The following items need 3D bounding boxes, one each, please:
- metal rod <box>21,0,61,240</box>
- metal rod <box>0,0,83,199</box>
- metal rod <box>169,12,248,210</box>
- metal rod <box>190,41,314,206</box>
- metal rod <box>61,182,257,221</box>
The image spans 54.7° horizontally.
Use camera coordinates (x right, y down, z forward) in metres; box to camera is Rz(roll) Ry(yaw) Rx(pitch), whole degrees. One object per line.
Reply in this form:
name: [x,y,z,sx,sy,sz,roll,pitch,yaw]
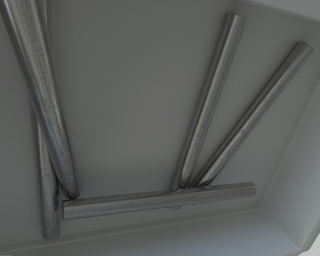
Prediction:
metal rod: [-0.129,0.010,0.345,0.025,0.025,0.298,-7,122,-25]
metal rod: [-0.097,-0.008,0.281,0.025,0.025,0.298,-17,148,-19]
metal rod: [0.058,-0.007,0.437,0.025,0.025,0.298,1,118,-29]
metal rod: [0.131,0.000,0.482,0.025,0.025,0.299,26,104,-38]
metal rod: [0.016,0.102,0.450,0.303,0.025,0.025,0,119,-26]
